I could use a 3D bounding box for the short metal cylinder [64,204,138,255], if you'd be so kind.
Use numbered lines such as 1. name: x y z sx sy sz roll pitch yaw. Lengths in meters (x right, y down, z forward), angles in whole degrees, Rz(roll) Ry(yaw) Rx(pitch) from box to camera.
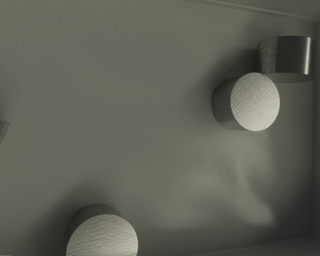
1. short metal cylinder: -0.072 0.137 0.372 0.081 0.050 0.079 0 90 -21

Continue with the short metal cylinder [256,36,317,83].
1. short metal cylinder: 0.182 -0.097 0.450 0.081 0.080 0.050 4 89 -20

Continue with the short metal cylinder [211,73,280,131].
1. short metal cylinder: 0.122 -0.036 0.444 0.081 0.050 0.079 0 90 -21

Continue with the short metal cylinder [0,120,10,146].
1. short metal cylinder: -0.201 0.003 0.307 0.080 0.080 0.050 23 82 -19
